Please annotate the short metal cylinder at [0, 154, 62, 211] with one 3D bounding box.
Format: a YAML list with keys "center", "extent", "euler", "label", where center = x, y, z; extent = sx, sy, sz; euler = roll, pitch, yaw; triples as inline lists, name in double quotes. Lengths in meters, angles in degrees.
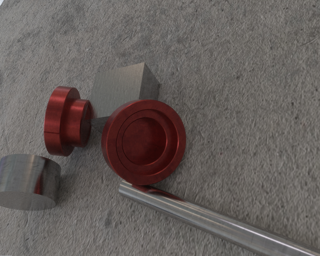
- center: [-0.178, 0.075, 0.416]
  extent: [0.080, 0.080, 0.050]
  euler: [-14, 56, 20]
  label: "short metal cylinder"

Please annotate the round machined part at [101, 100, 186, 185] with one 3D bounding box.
- center: [-0.022, 0.015, 0.367]
  extent: [0.098, 0.098, 0.042]
  euler: [-55, 25, -11]
  label: "round machined part"

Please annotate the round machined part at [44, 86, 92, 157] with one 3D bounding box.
- center: [-0.123, -0.008, 0.434]
  extent: [0.042, 0.098, 0.098]
  euler: [7, 61, 0]
  label: "round machined part"

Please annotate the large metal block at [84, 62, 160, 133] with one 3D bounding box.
- center: [-0.051, -0.038, 0.438]
  extent: [0.080, 0.050, 0.080]
  euler: [-8, 58, 24]
  label: "large metal block"

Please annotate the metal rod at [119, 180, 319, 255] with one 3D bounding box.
- center: [0.080, 0.102, 0.299]
  extent: [0.300, 0.025, 0.025]
  euler: [14, 69, 33]
  label: "metal rod"
